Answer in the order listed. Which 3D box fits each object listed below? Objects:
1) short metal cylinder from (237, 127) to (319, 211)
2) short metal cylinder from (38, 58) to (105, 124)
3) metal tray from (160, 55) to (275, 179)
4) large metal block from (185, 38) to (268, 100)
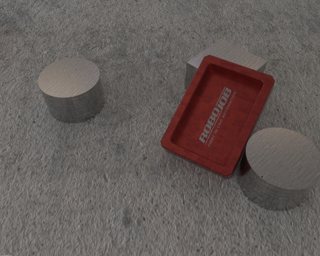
[{"bbox_3d":[0.132,0.046,0.349,0.081,0.050,0.080,0,50,0],"label":"short metal cylinder"},{"bbox_3d":[-0.121,-0.053,0.430,0.081,0.050,0.080,0,50,0],"label":"short metal cylinder"},{"bbox_3d":[0.070,-0.015,0.376,0.090,0.030,0.130,24,81,19],"label":"metal tray"},{"bbox_3d":[0.094,-0.077,0.452,0.080,0.050,0.080,36,59,26],"label":"large metal block"}]
